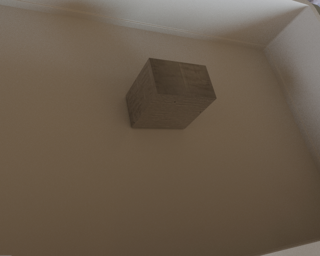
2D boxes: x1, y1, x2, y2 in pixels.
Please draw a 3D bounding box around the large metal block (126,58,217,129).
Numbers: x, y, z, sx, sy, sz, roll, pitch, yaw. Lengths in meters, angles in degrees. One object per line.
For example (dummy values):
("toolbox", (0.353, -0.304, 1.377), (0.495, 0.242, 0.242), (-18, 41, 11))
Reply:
("large metal block", (0.011, -0.040, 0.397), (0.081, 0.080, 0.050), (1, 61, -28))
